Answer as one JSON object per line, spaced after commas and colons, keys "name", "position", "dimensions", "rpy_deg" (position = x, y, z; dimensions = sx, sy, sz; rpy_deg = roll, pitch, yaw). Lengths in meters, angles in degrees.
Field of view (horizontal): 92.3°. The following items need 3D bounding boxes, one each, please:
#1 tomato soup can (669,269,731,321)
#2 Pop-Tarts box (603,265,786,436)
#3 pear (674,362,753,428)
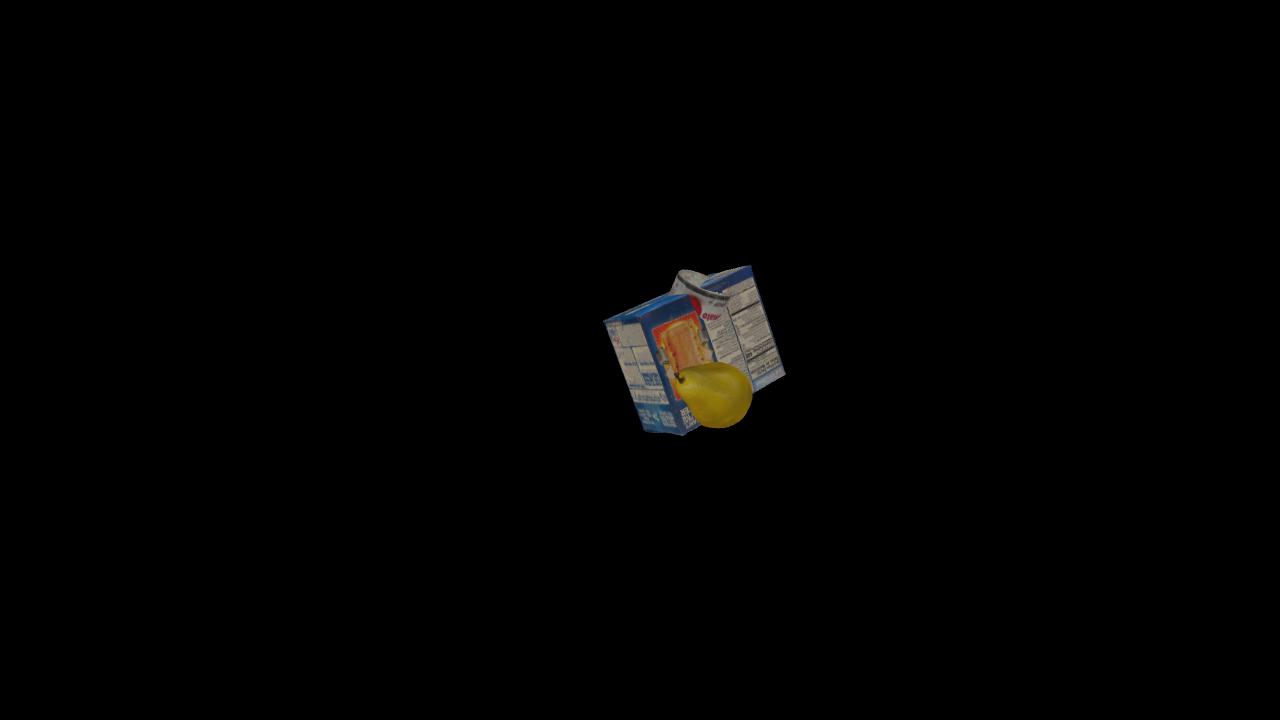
{"name": "tomato soup can", "position": [0.055, -0.044, 0.703], "dimensions": [0.068, 0.101, 0.068], "rpy_deg": [19, 23, -8]}
{"name": "Pop-Tarts box", "position": [0.066, -0.013, 0.713], "dimensions": [0.167, 0.141, 0.083], "rpy_deg": [-26, 12, -28]}
{"name": "pear", "position": [0.065, 0.032, 0.661], "dimensions": [0.111, 0.080, 0.080], "rpy_deg": [19, -11, -35]}
